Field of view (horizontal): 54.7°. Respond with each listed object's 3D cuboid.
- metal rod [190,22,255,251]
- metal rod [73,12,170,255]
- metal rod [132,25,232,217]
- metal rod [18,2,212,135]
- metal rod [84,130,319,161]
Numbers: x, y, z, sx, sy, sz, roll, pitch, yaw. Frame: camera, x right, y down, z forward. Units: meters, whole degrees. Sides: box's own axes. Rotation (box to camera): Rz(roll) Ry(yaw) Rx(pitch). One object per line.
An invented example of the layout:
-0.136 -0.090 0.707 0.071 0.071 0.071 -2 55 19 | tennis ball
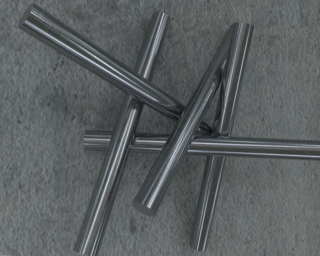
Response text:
0.077 0.020 0.402 0.025 0.025 0.298 5 102 -20 | metal rod
-0.037 -0.010 0.360 0.025 0.025 0.299 23 69 -19 | metal rod
0.049 -0.032 0.374 0.025 0.025 0.301 41 56 -16 | metal rod
-0.010 -0.037 0.353 0.301 0.025 0.025 29 80 -38 | metal rod
0.061 0.022 0.376 0.302 0.025 0.025 3 89 1 | metal rod
